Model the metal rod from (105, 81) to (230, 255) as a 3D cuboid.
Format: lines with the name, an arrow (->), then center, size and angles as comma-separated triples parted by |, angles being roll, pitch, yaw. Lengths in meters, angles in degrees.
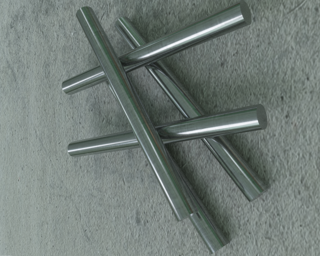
metal rod -> -0.007, 0.022, 0.410 | 0.025, 0.025, 0.299 | -48, 62, 29

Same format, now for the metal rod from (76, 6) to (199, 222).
metal rod -> -0.037, -0.033, 0.370 | 0.025, 0.025, 0.299 | -42, 65, 32

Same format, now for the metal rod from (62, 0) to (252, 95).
metal rod -> -0.030, -0.089, 0.397 | 0.300, 0.025, 0.025 | -12, 83, 39

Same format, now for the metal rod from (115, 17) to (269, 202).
metal rod -> 0.024, -0.040, 0.384 | 0.025, 0.025, 0.299 | -50, 61, 28

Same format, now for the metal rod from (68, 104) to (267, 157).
metal rod -> -0.018, 0.011, 0.387 | 0.300, 0.025, 0.025 | -11, 83, 39
